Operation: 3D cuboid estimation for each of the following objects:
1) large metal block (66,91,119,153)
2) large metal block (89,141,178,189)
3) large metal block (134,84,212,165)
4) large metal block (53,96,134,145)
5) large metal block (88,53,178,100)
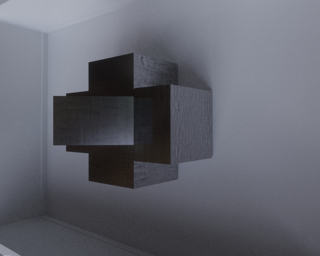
[{"bbox_3d":[-0.084,-0.008,0.440,0.050,0.081,0.080,0,90,40],"label":"large metal block"},{"bbox_3d":[-0.034,0.042,0.398,0.080,0.081,0.050,0,90,40],"label":"large metal block"},{"bbox_3d":[0.017,-0.004,0.353,0.050,0.081,0.080,0,90,39],"label":"large metal block"},{"bbox_3d":[-0.070,-0.008,0.354,0.081,0.080,0.050,0,90,-5],"label":"large metal block"},{"bbox_3d":[-0.034,-0.058,0.398,0.080,0.081,0.050,0,90,40],"label":"large metal block"}]
